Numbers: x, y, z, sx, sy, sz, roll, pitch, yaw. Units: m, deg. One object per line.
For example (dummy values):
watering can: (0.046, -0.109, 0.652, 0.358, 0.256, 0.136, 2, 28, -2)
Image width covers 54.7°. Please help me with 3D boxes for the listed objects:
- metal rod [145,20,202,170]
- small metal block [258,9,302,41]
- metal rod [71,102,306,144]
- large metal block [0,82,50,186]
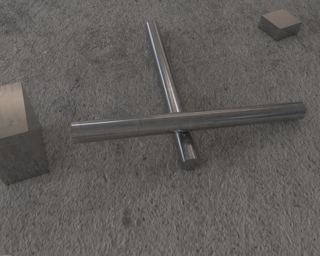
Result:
metal rod: (0.012, -0.070, 0.461, 0.025, 0.025, 0.300, -7, 50, -6)
small metal block: (0.218, -0.188, 0.563, 0.050, 0.025, 0.050, -21, 53, -17)
metal rod: (0.048, -0.009, 0.381, 0.302, 0.025, 0.025, -6, 50, -17)
large metal block: (-0.171, 0.007, 0.361, 0.050, 0.080, 0.080, -17, 52, -13)
